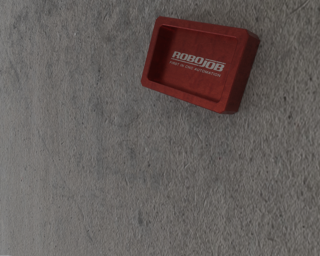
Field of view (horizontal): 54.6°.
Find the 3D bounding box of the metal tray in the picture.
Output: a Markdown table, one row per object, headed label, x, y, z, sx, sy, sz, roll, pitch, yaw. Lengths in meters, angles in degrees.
| label | x | y | z | sx | sy | sz | roll | pitch | yaw |
| --- | --- | --- | --- | --- | --- | --- | --- | --- | --- |
| metal tray | 0.041 | -0.077 | 0.368 | 0.130 | 0.030 | 0.089 | 24 | 105 | 37 |
